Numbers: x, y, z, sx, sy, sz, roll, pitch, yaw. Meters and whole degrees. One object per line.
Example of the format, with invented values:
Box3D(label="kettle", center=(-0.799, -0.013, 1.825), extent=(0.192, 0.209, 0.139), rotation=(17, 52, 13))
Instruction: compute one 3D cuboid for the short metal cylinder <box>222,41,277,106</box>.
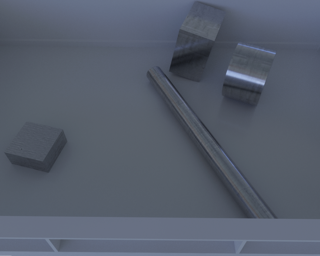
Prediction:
Box3D(label="short metal cylinder", center=(0.125, -0.076, 0.435), extent=(0.050, 0.080, 0.080), rotation=(20, 53, 16))

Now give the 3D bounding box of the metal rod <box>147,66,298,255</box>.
Box3D(label="metal rod", center=(0.058, 0.018, 0.390), extent=(0.025, 0.025, 0.300), rotation=(-21, 53, -17))

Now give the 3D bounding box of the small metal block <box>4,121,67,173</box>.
Box3D(label="small metal block", center=(-0.152, 0.023, 0.384), extent=(0.050, 0.025, 0.050), rotation=(12, 51, 9))

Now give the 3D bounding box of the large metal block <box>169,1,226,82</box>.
Box3D(label="large metal block", center=(0.057, -0.132, 0.476), extent=(0.050, 0.080, 0.080), rotation=(21, 53, 4))
